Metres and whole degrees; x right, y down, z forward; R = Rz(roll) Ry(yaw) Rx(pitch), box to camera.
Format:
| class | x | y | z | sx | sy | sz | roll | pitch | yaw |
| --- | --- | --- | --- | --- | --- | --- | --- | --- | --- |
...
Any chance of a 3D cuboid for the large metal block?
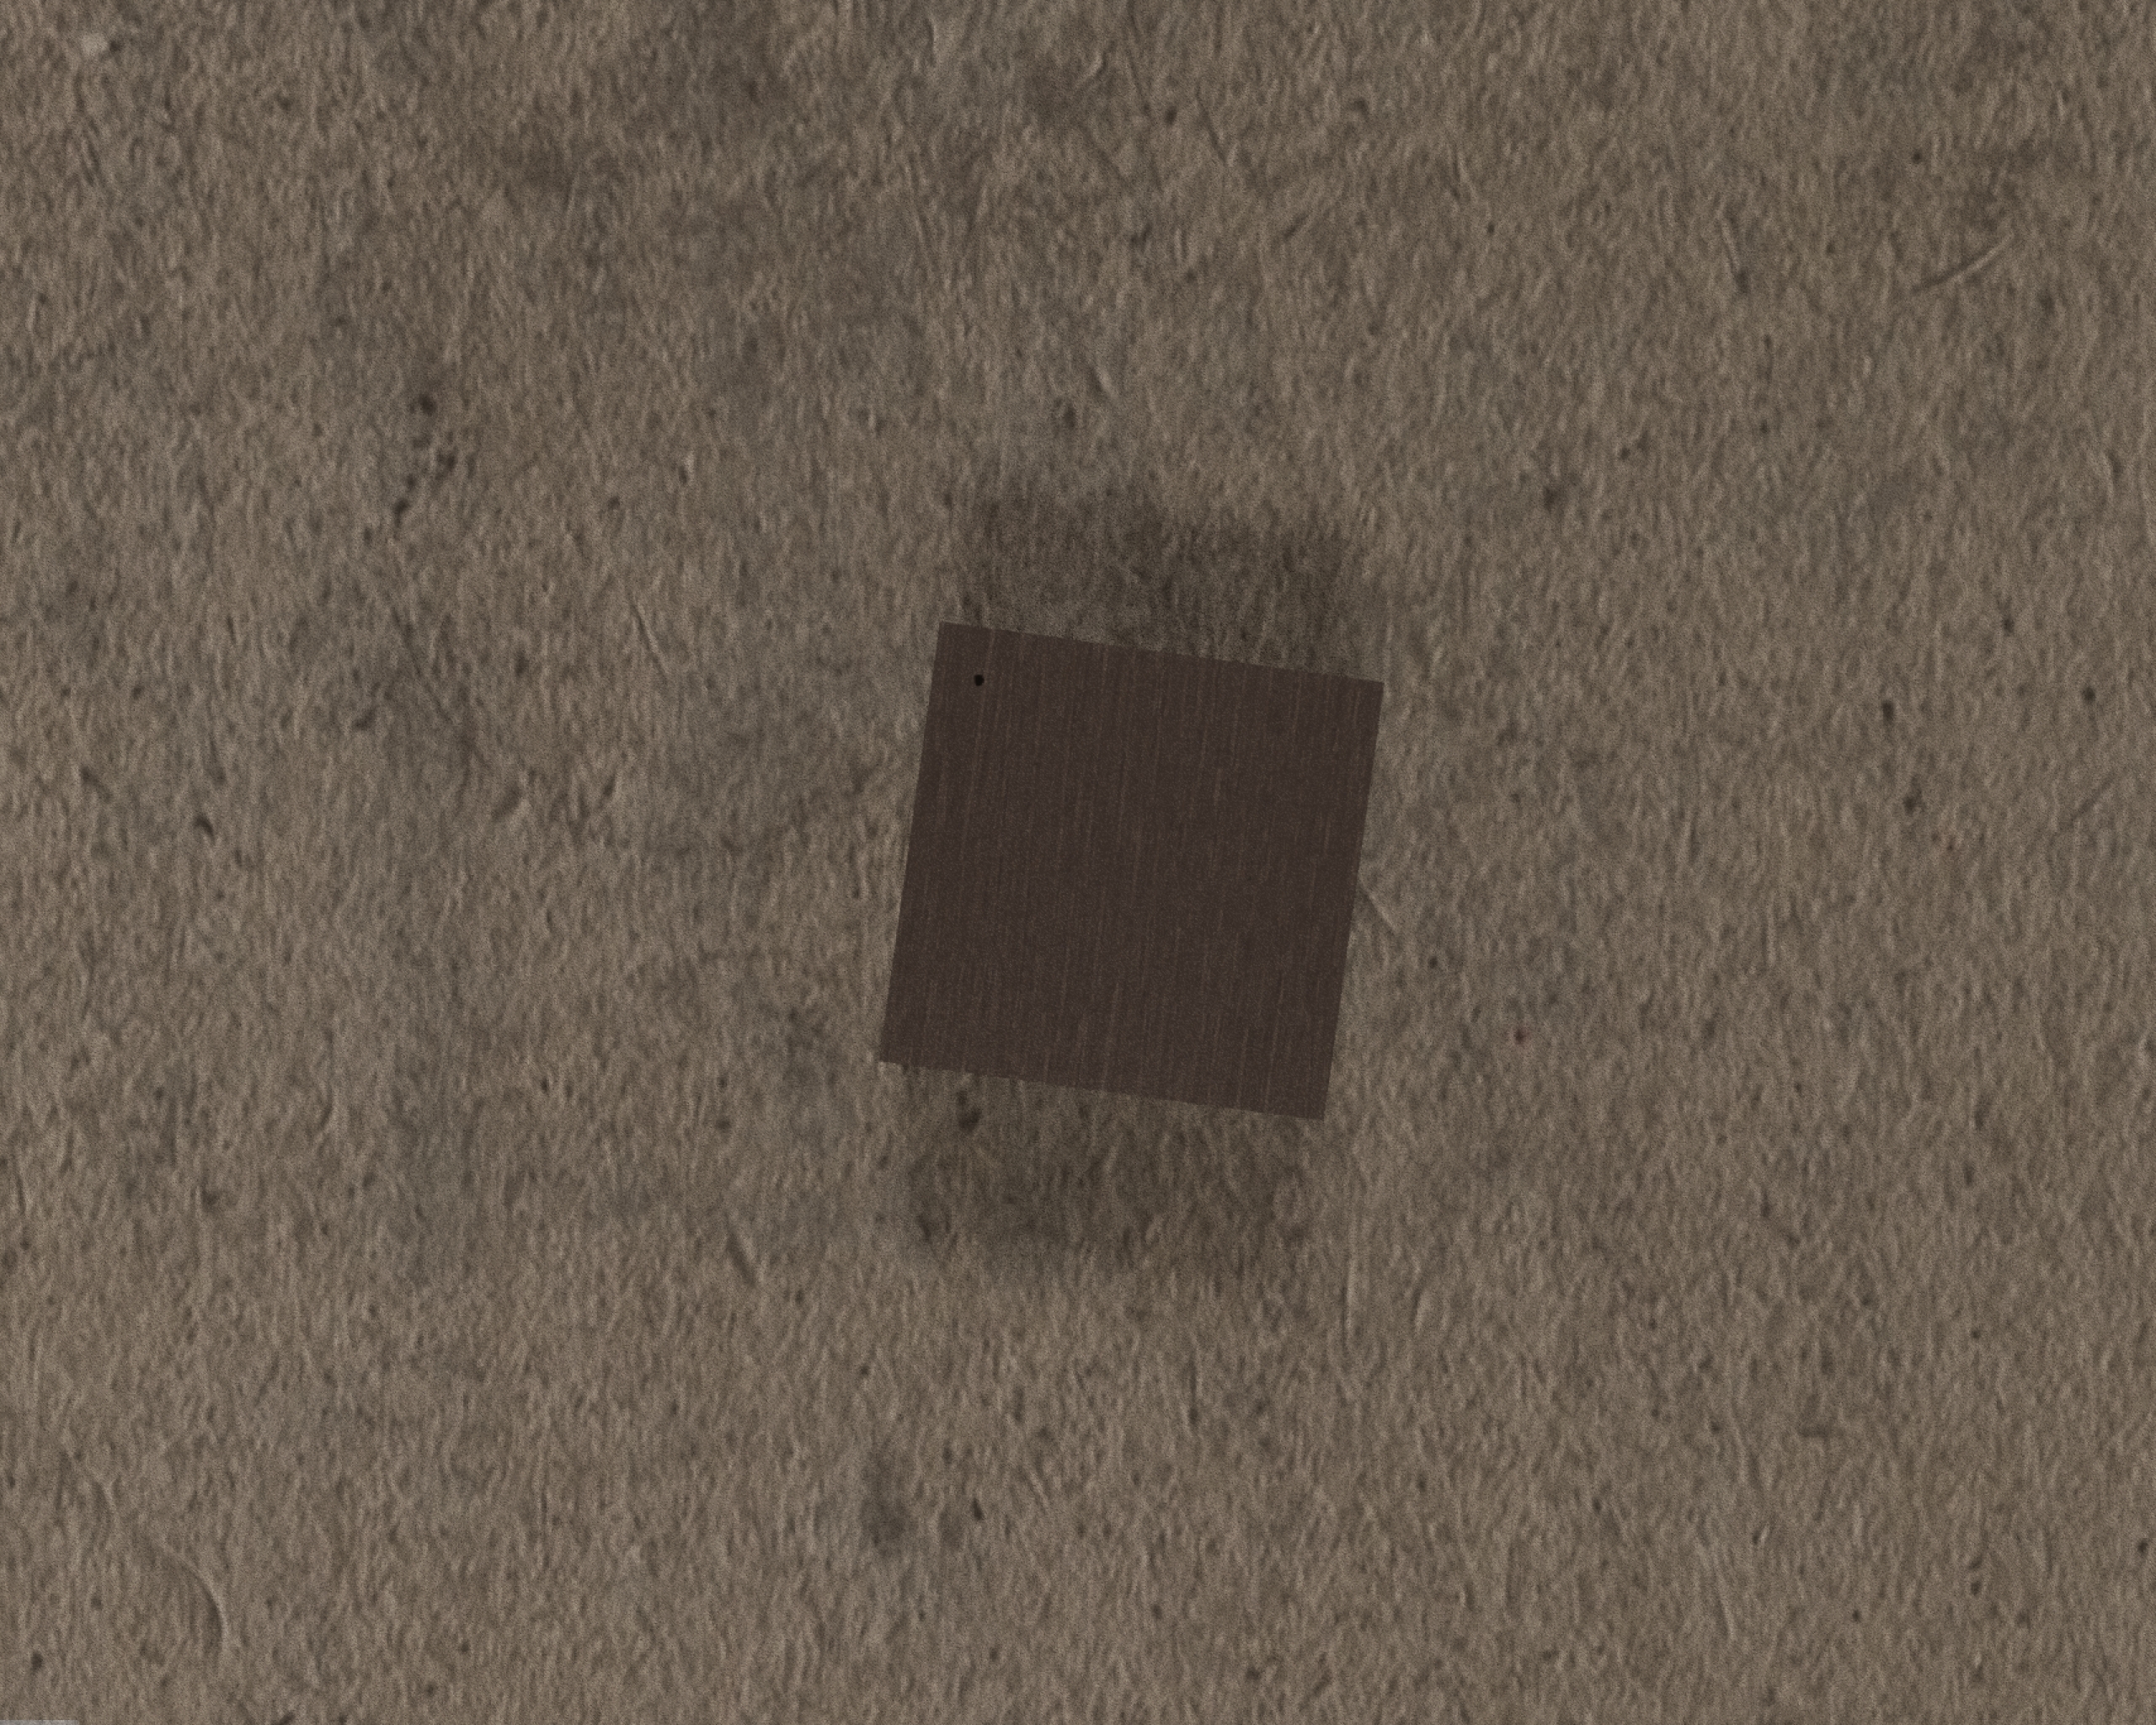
| class | x | y | z | sx | sy | sz | roll | pitch | yaw |
| --- | --- | --- | --- | --- | --- | --- | --- | --- | --- |
| large metal block | 0.010 | 0.001 | 0.399 | 0.081 | 0.050 | 0.080 | 8 | 90 | -1 |
